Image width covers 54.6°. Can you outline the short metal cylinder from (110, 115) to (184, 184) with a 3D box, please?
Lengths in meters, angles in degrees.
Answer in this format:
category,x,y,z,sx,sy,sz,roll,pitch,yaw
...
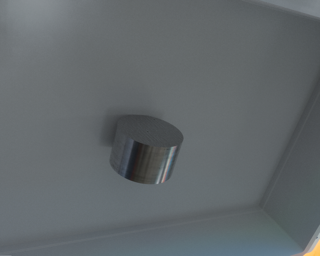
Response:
category,x,y,z,sx,sy,sz,roll,pitch,yaw
short metal cylinder,-0.017,0.024,0.378,0.081,0.080,0.050,2,118,-29
